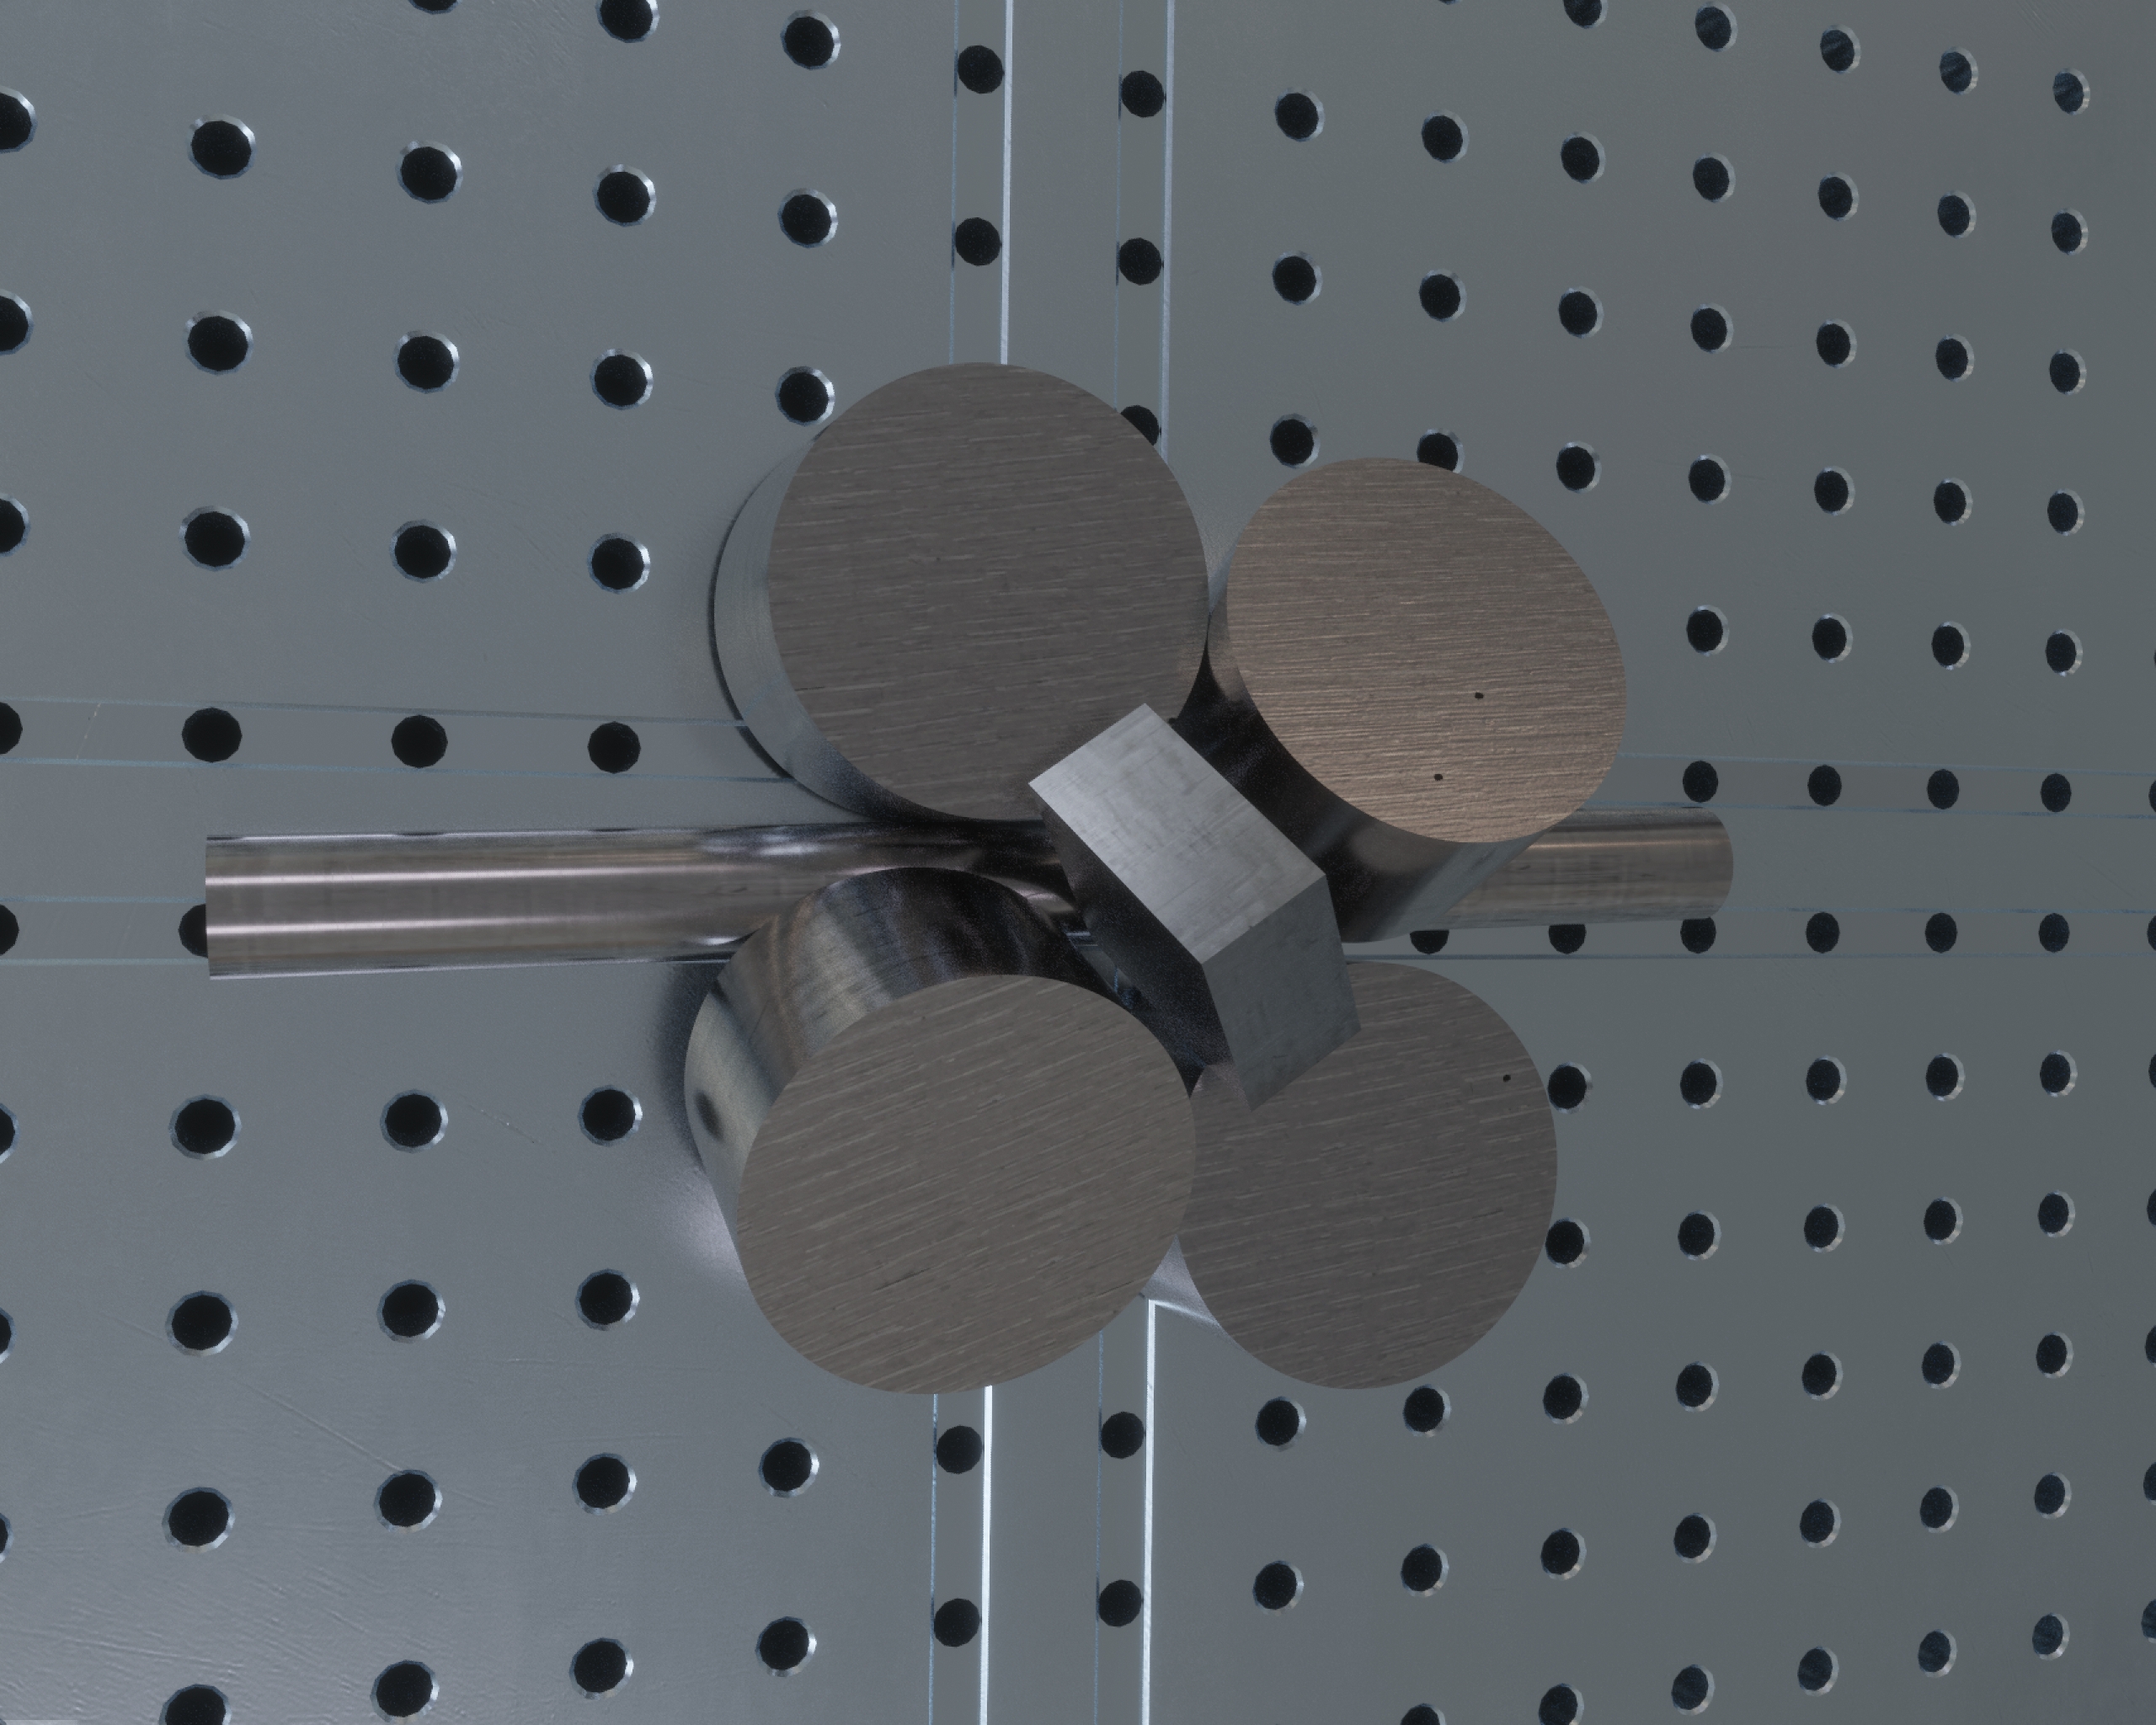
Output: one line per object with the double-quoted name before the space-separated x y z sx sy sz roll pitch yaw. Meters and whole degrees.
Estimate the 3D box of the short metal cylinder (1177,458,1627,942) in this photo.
"short metal cylinder" 0.057 -0.030 0.403 0.081 0.050 0.080 8 64 -16

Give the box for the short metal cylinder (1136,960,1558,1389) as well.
"short metal cylinder" 0.046 0.058 0.413 0.081 0.050 0.079 0 90 -20

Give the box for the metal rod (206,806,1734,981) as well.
"metal rod" -0.006 0.004 0.406 0.303 0.025 0.025 -2 91 -20

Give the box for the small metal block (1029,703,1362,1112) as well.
"small metal block" 0.021 0.008 0.365 0.025 0.050 0.050 -36 144 -11

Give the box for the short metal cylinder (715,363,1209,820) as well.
"short metal cylinder" -0.023 -0.047 0.387 0.081 0.050 0.079 0 90 -20

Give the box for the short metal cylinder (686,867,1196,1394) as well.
"short metal cylinder" -0.026 0.047 0.373 0.081 0.050 0.079 -8 113 -18
